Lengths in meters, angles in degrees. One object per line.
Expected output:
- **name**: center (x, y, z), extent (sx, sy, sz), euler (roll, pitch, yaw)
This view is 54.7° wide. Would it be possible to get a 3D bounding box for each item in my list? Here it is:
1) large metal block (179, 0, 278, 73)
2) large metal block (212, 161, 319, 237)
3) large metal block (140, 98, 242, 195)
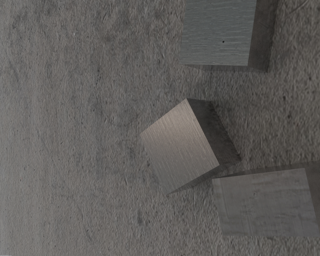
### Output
- **large metal block**: center (0.072, -0.103, 0.329), extent (0.080, 0.050, 0.079), euler (11, 97, 39)
- **large metal block**: center (0.107, 0.062, 0.281), extent (0.080, 0.081, 0.050), euler (-15, 80, 39)
- **large metal block**: center (0.033, 0.022, 0.361), extent (0.080, 0.050, 0.080), euler (-37, 67, 34)
